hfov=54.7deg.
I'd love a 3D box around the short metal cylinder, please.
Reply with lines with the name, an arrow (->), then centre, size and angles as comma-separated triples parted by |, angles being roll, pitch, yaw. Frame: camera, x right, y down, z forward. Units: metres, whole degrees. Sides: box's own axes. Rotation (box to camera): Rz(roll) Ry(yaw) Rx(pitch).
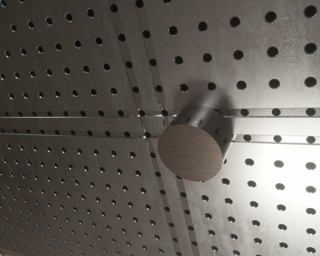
short metal cylinder -> 0.044, 0.019, 0.382 | 0.080, 0.050, 0.079 | 13, 124, 20
